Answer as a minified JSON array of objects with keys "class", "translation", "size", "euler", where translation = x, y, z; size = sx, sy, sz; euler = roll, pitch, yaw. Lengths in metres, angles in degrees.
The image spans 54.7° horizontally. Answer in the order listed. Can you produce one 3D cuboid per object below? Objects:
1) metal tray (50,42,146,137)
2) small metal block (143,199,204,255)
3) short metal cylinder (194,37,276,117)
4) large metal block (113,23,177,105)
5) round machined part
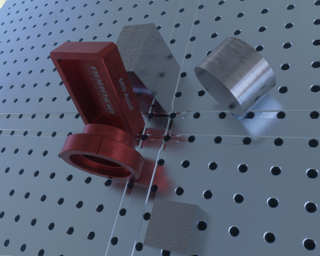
[{"class":"metal tray","translation":[-0.080,-0.048,0.411],"size":[0.090,0.129,0.030],"euler":[10,45,32]},{"class":"small metal block","translation":[0.015,0.107,0.334],"size":[0.050,0.025,0.050],"euler":[1,62,29]},{"class":"short metal cylinder","translation":[0.087,-0.059,0.364],"size":[0.050,0.080,0.080],"euler":[-44,51,-2]},{"class":"large metal block","translation":[-0.025,-0.088,0.440],"size":[0.050,0.080,0.080],"euler":[5,64,31]},{"class":"round machined part","translation":[-0.067,0.028,0.379],"size":[0.098,0.098,0.042],"euler":[0,62,28]}]
